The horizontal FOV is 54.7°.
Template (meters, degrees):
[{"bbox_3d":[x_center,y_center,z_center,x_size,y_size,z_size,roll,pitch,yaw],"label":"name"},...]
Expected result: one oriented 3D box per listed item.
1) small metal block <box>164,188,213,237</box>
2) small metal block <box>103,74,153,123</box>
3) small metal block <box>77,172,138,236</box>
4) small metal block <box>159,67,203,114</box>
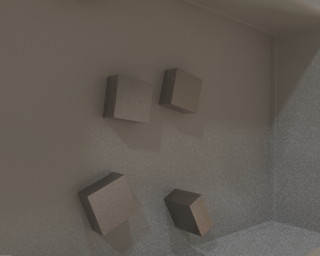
[{"bbox_3d":[0.038,0.114,0.423,0.025,0.050,0.050,-34,111,-35],"label":"small metal block"},{"bbox_3d":[-0.038,-0.034,0.374,0.050,0.025,0.050,10,84,-40],"label":"small metal block"},{"bbox_3d":[-0.059,0.086,0.357,0.050,0.025,0.050,-28,108,-36],"label":"small metal block"},{"bbox_3d":[0.029,-0.050,0.431,0.050,0.025,0.050,17,79,-39],"label":"small metal block"}]
